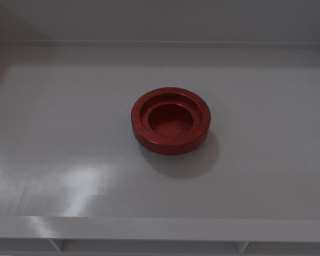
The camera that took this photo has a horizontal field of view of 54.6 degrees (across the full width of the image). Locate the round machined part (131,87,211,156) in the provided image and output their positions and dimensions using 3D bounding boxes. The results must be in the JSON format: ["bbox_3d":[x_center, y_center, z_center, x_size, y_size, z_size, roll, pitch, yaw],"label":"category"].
[{"bbox_3d":[0.014,-0.004,0.398,0.099,0.042,0.098,0,50,0],"label":"round machined part"}]
